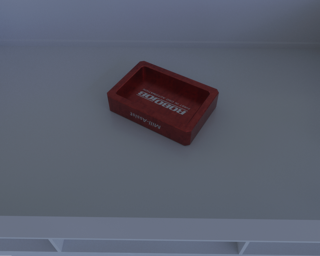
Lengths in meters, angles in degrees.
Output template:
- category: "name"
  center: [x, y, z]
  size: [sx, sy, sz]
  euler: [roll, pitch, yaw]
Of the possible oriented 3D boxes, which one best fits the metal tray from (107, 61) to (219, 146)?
- category: "metal tray"
  center: [0.004, -0.039, 0.434]
  size: [0.130, 0.030, 0.090]
  euler: [25, 54, 19]
